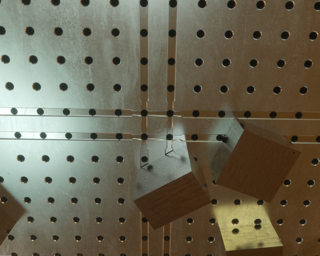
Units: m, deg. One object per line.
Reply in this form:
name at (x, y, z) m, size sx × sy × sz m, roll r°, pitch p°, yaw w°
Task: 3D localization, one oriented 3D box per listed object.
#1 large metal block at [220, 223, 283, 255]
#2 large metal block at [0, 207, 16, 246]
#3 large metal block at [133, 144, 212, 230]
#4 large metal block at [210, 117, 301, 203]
large metal block at (0.138, 0.198, 0.474) m, size 0.080 × 0.050 × 0.080 m, roll -6°, pitch 110°, yaw 2°
large metal block at (-0.278, 0.144, 0.451) m, size 0.080 × 0.050 × 0.080 m, roll -31°, pitch 107°, yaw 11°
large metal block at (0.015, 0.075, 0.412) m, size 0.080 × 0.080 × 0.050 m, roll -29°, pitch 108°, yaw 10°
large metal block at (0.124, 0.042, 0.416) m, size 0.080 × 0.050 × 0.080 m, roll 21°, pitch 109°, yaw -8°
